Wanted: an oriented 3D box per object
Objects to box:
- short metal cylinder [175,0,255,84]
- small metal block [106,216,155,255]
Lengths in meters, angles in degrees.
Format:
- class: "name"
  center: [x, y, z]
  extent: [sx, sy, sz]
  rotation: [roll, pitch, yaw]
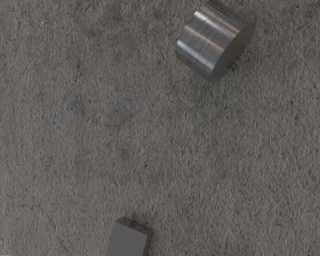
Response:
- class: "short metal cylinder"
  center: [0.063, -0.099, 0.357]
  extent: [0.050, 0.080, 0.080]
  rotation: [40, 103, 15]
- class: "small metal block"
  center: [-0.041, 0.156, 0.423]
  extent: [0.050, 0.025, 0.050]
  rotation: [16, 95, 19]
